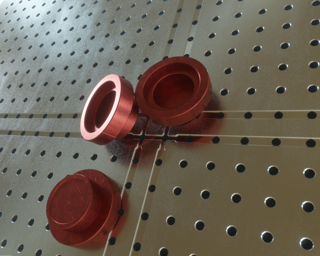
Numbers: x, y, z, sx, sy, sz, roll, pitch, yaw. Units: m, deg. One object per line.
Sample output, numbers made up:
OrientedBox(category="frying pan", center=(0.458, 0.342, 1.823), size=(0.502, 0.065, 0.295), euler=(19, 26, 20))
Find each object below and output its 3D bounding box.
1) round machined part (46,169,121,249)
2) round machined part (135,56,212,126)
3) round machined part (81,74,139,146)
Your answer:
OrientedBox(category="round machined part", center=(-0.102, 0.097, 0.390), size=(0.098, 0.042, 0.098), euler=(-13, 56, 20))
OrientedBox(category="round machined part", center=(0.020, -0.044, 0.409), size=(0.098, 0.042, 0.098), euler=(-10, 57, 16))
OrientedBox(category="round machined part", center=(-0.066, -0.022, 0.429), size=(0.098, 0.042, 0.098), euler=(-29, 49, 39))
